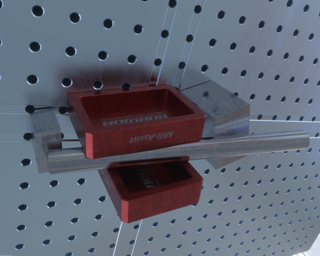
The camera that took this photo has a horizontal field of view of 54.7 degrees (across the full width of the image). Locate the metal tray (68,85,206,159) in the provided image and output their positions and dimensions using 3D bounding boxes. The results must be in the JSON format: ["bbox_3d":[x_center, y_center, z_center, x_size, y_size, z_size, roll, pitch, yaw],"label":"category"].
[{"bbox_3d":[-0.027,-0.013,0.347,0.131,0.090,0.030,-9,123,-24],"label":"metal tray"}]

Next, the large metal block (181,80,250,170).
[{"bbox_3d":[0.072,-0.006,0.412,0.050,0.080,0.079,-21,127,-17],"label":"large metal block"}]

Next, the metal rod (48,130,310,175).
[{"bbox_3d":[0.035,0.024,0.349,0.302,0.025,0.025,-4,121,-16],"label":"metal rod"}]

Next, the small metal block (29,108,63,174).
[{"bbox_3d":[-0.124,0.013,0.336,0.025,0.050,0.050,-8,122,-25],"label":"small metal block"}]

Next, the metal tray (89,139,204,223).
[{"bbox_3d":[-0.022,0.043,0.360,0.091,0.130,0.030,-9,123,-24],"label":"metal tray"}]
